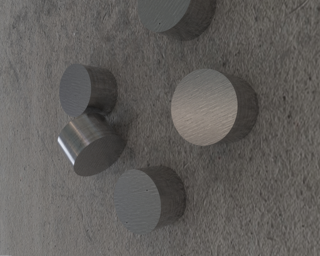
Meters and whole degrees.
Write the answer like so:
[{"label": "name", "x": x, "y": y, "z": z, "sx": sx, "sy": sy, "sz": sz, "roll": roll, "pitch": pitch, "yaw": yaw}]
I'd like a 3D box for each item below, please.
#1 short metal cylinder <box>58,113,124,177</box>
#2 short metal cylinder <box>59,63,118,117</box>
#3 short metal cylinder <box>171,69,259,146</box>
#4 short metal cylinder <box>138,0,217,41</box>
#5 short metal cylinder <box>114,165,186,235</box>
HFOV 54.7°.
[{"label": "short metal cylinder", "x": -0.100, "y": 0.025, "z": 0.452, "sx": 0.050, "sy": 0.081, "sz": 0.080, "roll": 47, "pitch": 118, "yaw": 29}, {"label": "short metal cylinder", "x": -0.112, "y": -0.056, "z": 0.481, "sx": 0.080, "sy": 0.050, "sz": 0.080, "roll": 0, "pitch": 90, "yaw": 40}, {"label": "short metal cylinder", "x": 0.059, "y": -0.022, "z": 0.340, "sx": 0.080, "sy": 0.050, "sz": 0.080, "roll": 0, "pitch": 90, "yaw": 40}, {"label": "short metal cylinder", "x": 0.020, "y": -0.150, "z": 0.372, "sx": 0.080, "sy": 0.050, "sz": 0.080, "roll": 0, "pitch": 90, "yaw": 40}, {"label": "short metal cylinder", "x": -0.013, "y": 0.091, "z": 0.400, "sx": 0.080, "sy": 0.050, "sz": 0.080, "roll": 0, "pitch": 90, "yaw": 40}]
